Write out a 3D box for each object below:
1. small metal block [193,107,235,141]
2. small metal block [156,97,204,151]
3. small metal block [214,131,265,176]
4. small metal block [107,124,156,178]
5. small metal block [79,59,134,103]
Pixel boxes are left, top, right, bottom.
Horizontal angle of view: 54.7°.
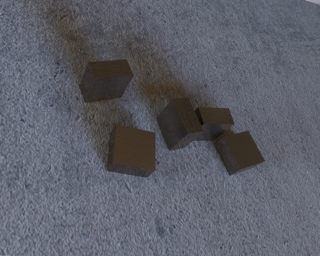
[{"bbox_3d":[0.064,-0.004,0.425,0.050,0.050,0.025,0,62,-28],"label":"small metal block"},{"bbox_3d":[0.024,-0.005,0.403,0.025,0.050,0.050,-9,67,-32],"label":"small metal block"},{"bbox_3d":[0.113,0.035,0.443,0.050,0.025,0.050,-11,68,-33],"label":"small metal block"},{"bbox_3d":[-0.033,0.028,0.369,0.050,0.025,0.050,13,56,-21],"label":"small metal block"},{"bbox_3d":[-0.068,-0.058,0.387,0.050,0.050,0.025,-13,69,-33],"label":"small metal block"}]
